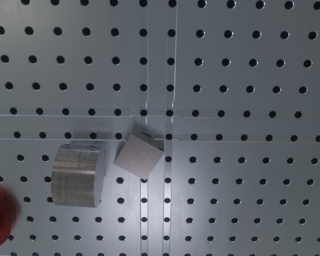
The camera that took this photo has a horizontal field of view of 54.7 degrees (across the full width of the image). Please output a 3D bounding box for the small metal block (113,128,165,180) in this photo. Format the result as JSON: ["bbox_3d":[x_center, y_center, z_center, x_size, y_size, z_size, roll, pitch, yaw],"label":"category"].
[{"bbox_3d":[-0.029,0.036,0.426,0.050,0.025,0.050,30,107,-11],"label":"small metal block"}]

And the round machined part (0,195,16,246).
[{"bbox_3d":[-0.270,0.141,0.454,0.099,0.042,0.097,0,110,0],"label":"round machined part"}]

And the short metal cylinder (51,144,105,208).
[{"bbox_3d":[-0.104,0.062,0.406,0.050,0.080,0.079,4,110,-2],"label":"short metal cylinder"}]
